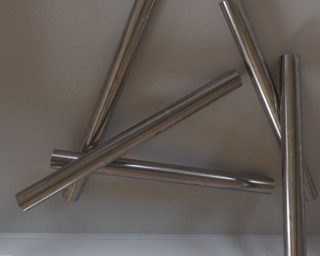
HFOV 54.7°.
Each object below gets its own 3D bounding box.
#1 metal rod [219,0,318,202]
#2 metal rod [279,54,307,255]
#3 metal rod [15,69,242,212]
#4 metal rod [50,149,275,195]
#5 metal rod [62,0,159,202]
[{"bbox_3d":[0.148,-0.026,0.404,0.025,0.025,0.299,-26,108,9],"label":"metal rod"},{"bbox_3d":[0.161,0.060,0.375,0.025,0.025,0.298,0,87,0],"label":"metal rod"},{"bbox_3d":[-0.033,0.012,0.378,0.301,0.025,0.025,-30,108,-5],"label":"metal rod"},{"bbox_3d":[0.011,0.061,0.418,0.302,0.025,0.025,9,110,-10],"label":"metal rod"},{"bbox_3d":[-0.069,-0.031,0.399,0.025,0.025,0.298,22,108,-8],"label":"metal rod"}]
